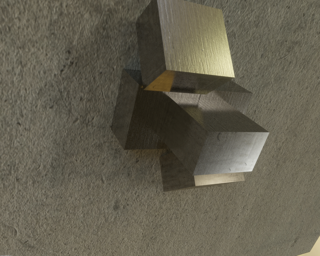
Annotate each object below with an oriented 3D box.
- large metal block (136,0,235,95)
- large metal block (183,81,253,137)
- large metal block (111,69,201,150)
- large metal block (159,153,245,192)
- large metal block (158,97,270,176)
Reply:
[{"bbox_3d":[0.025,-0.084,0.328,0.081,0.050,0.080,1,74,-29],"label":"large metal block"},{"bbox_3d":[0.065,-0.022,0.414,0.081,0.050,0.079,1,118,-29],"label":"large metal block"},{"bbox_3d":[-0.007,-0.022,0.374,0.081,0.050,0.079,1,118,-29],"label":"large metal block"},{"bbox_3d":[0.056,0.057,0.432,0.081,0.080,0.050,0,75,-29],"label":"large metal block"},{"bbox_3d":[0.056,0.007,0.345,0.081,0.080,0.050,1,118,-29],"label":"large metal block"}]
